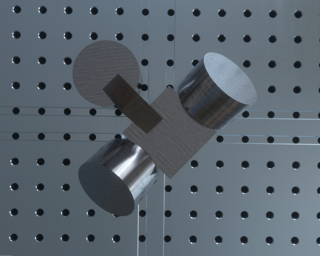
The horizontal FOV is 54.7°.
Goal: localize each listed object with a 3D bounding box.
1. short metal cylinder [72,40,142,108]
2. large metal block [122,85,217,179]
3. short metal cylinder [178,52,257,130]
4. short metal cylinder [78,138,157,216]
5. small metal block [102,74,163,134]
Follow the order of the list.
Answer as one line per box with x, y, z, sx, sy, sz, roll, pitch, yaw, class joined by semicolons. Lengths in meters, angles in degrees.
-0.065;-0.066;0.397;0.081;0.050;0.079;0;90;0;short metal cylinder
0.012;0.005;0.395;0.080;0.050;0.080;44;90;0;large metal block
0.069;-0.045;0.376;0.080;0.080;0.050;43;129;0;short metal cylinder
-0.051;0.059;0.376;0.080;0.050;0.079;18;130;23;short metal cylinder
-0.031;-0.027;0.347;0.025;0.050;0.050;-45;47;2;small metal block
